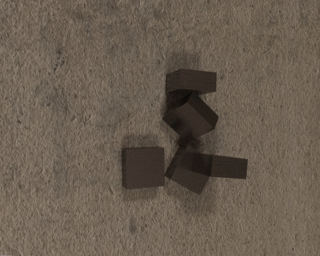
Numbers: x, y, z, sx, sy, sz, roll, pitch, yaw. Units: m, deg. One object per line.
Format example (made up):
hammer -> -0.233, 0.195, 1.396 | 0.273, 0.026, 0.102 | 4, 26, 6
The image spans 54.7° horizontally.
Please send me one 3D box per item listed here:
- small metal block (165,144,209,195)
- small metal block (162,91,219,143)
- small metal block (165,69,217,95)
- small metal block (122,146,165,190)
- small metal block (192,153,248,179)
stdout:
small metal block -> 0.042, 0.057, 0.426 | 0.050, 0.025, 0.050 | 32, 80, -18
small metal block -> 0.040, -0.014, 0.409 | 0.050, 0.050, 0.025 | 43, 45, -16
small metal block -> 0.040, -0.060, 0.412 | 0.050, 0.050, 0.025 | 2, 90, -20
small metal block -> -0.022, 0.051, 0.402 | 0.050, 0.025, 0.050 | -1, 91, -21
small metal block -> 0.076, 0.048, 0.399 | 0.050, 0.050, 0.025 | 7, 87, -21
